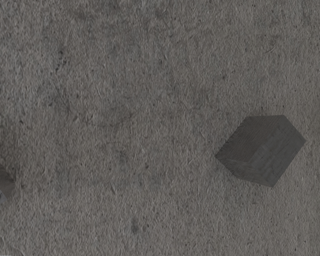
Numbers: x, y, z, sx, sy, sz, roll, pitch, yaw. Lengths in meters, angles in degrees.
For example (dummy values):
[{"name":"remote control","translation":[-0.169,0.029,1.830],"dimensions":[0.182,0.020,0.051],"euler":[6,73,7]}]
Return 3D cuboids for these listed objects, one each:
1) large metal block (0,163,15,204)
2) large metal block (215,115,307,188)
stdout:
[{"name":"large metal block","translation":[-0.194,0.045,0.308],"dimensions":[0.050,0.080,0.080],"euler":[-34,101,-17]},{"name":"large metal block","translation":[0.137,0.029,0.430],"dimensions":[0.050,0.080,0.080],"euler":[45,76,-15]}]
